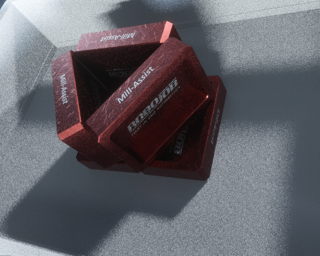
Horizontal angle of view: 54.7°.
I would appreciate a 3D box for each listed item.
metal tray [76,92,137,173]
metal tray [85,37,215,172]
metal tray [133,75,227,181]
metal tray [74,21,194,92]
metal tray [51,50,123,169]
[{"bbox_3d":[-0.054,-0.005,0.434,0.090,0.030,0.130,1,61,28],"label":"metal tray"},{"bbox_3d":[-0.005,-0.022,0.338,0.130,0.090,0.030,-46,51,-4],"label":"metal tray"},{"bbox_3d":[0.026,-0.003,0.390,0.090,0.030,0.130,1,61,29],"label":"metal tray"},{"bbox_3d":[-0.030,-0.083,0.388,0.130,0.090,0.030,2,63,29],"label":"metal tray"},{"bbox_3d":[-0.089,-0.024,0.384,0.030,0.090,0.130,-28,52,11],"label":"metal tray"}]
